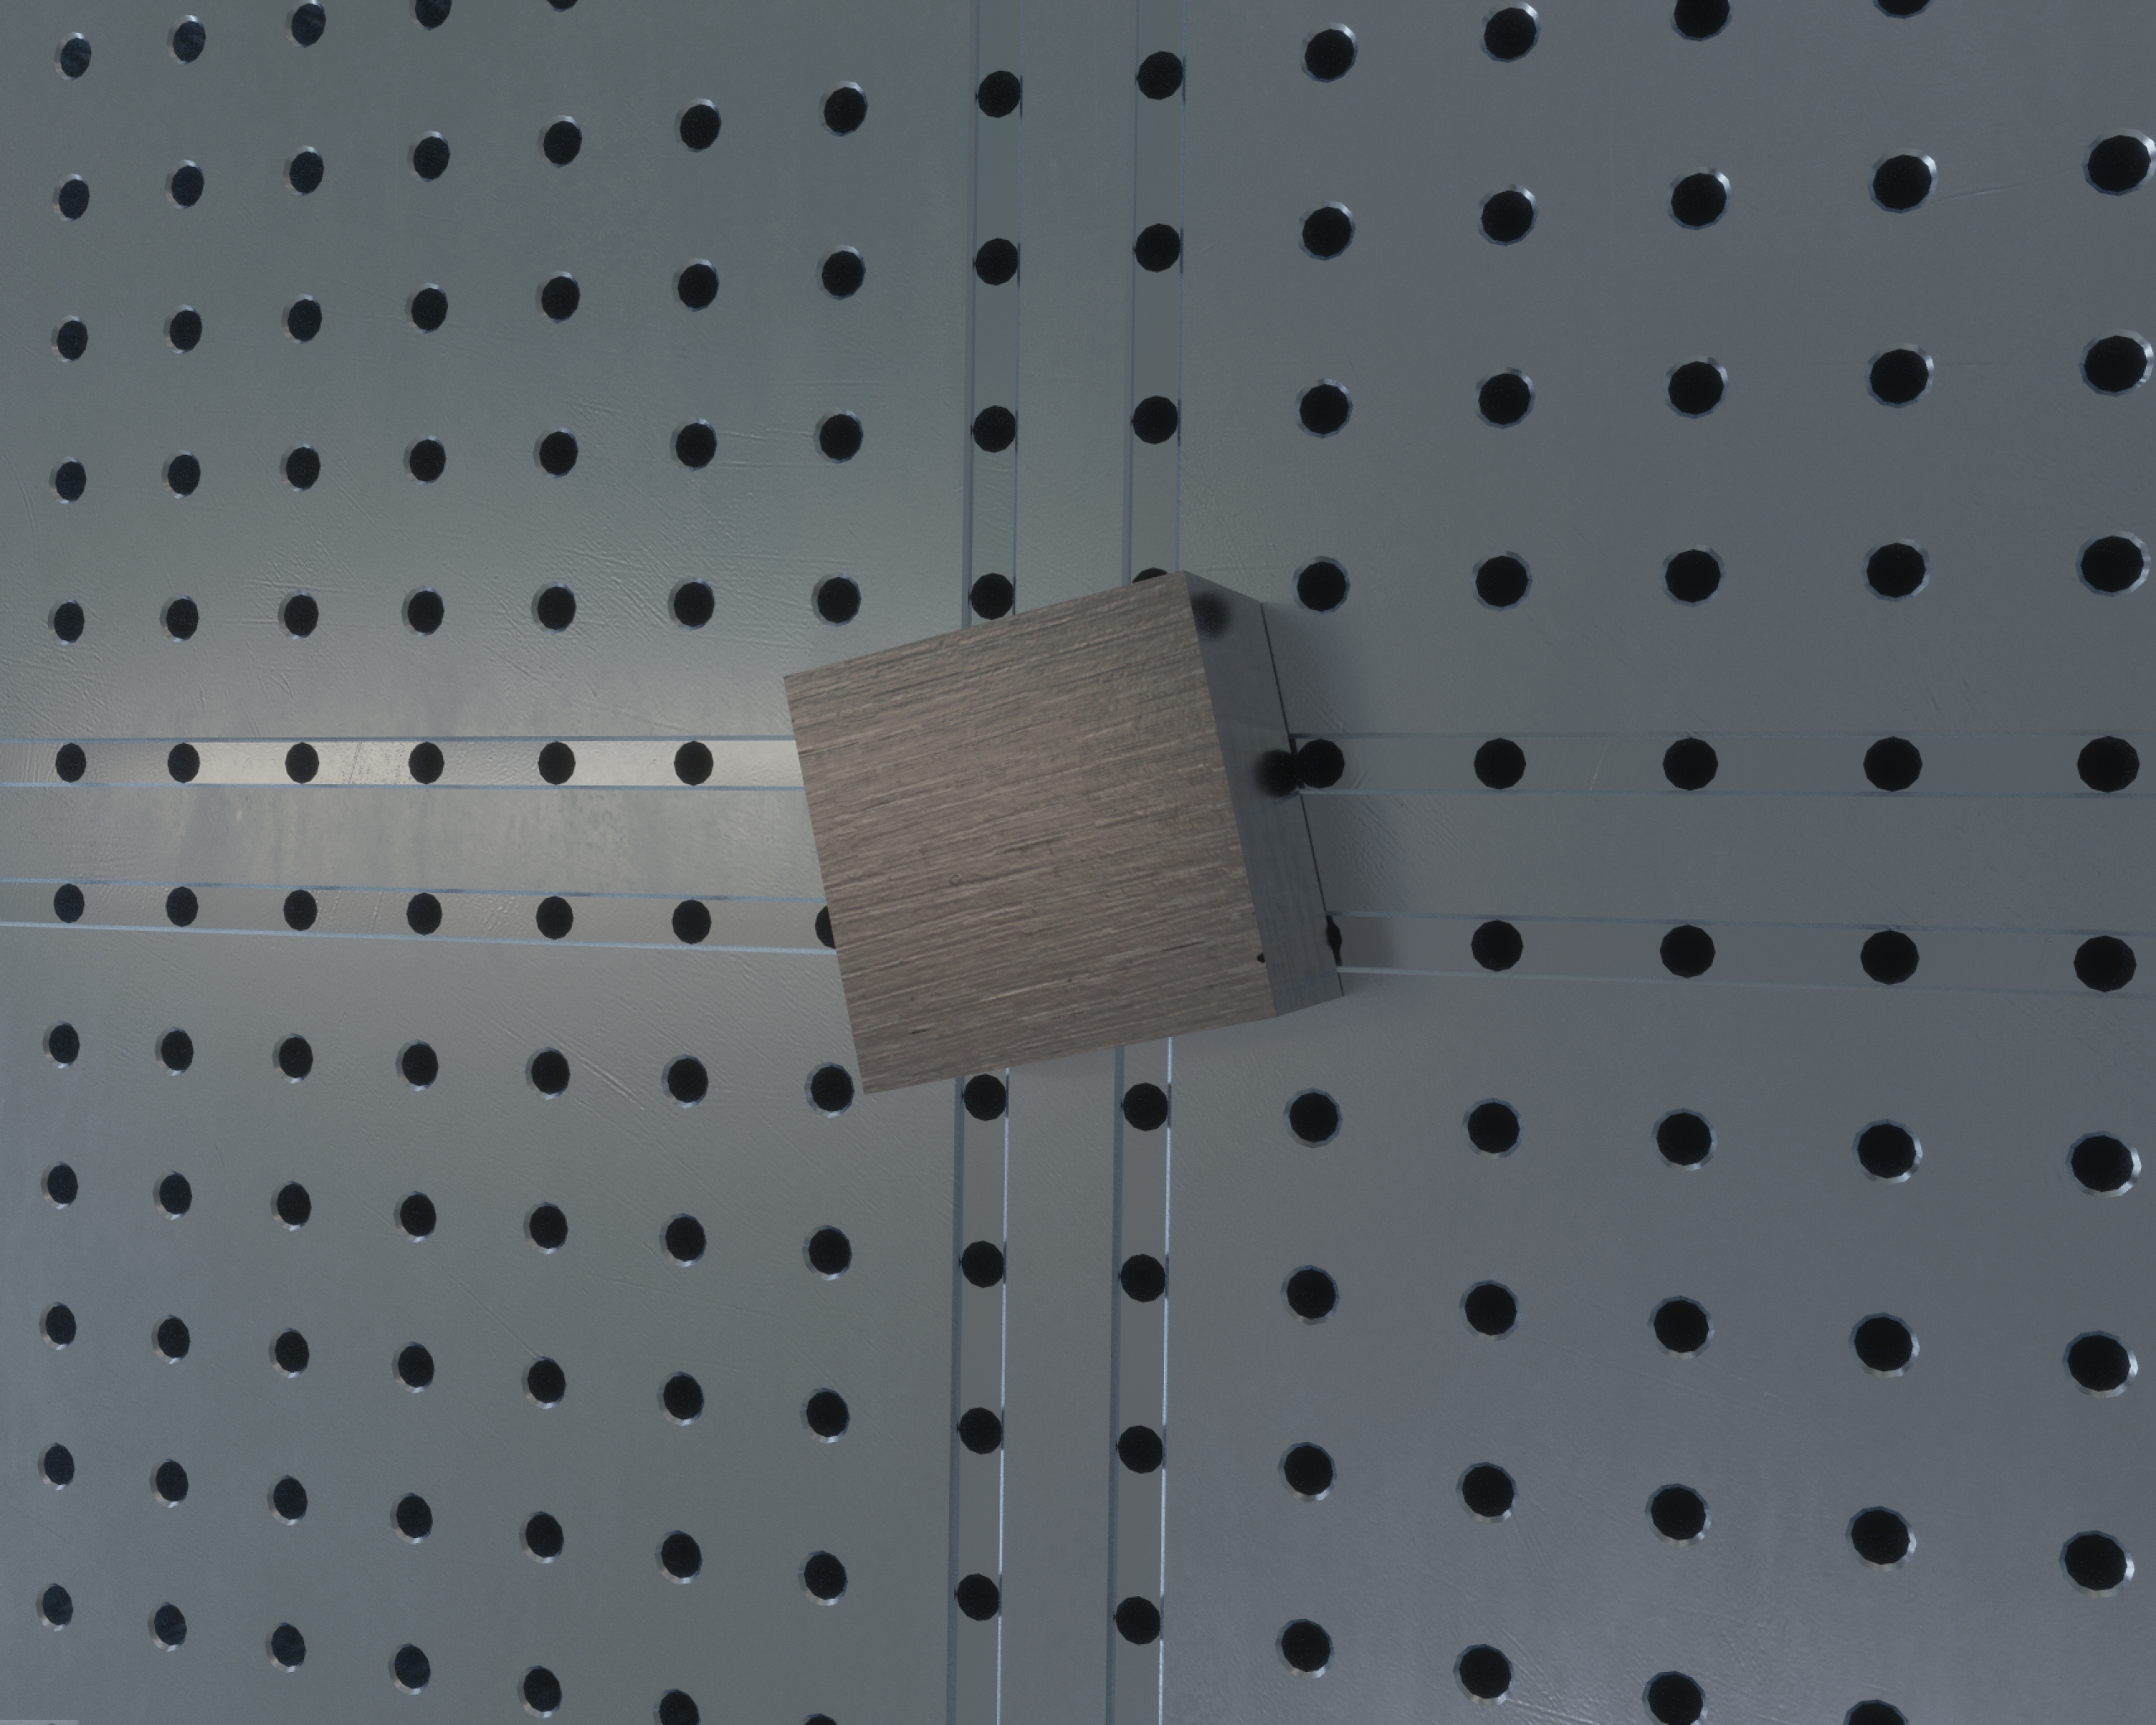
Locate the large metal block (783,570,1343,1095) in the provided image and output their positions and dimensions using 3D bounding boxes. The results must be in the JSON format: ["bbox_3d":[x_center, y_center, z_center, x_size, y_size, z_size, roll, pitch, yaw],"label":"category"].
[{"bbox_3d":[-0.002,-0.004,0.399,0.080,0.050,0.080,-13,86,19],"label":"large metal block"}]
